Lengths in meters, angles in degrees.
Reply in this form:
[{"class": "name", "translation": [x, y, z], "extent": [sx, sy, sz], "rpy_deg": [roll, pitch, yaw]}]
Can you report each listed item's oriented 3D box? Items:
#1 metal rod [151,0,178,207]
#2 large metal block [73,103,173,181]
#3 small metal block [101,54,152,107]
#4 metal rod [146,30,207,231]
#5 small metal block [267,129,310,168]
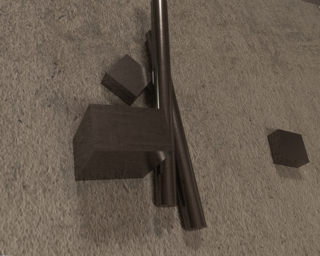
[{"class": "metal rod", "translation": [0.003, -0.049, 0.411], "extent": [0.025, 0.025, 0.299], "rpy_deg": [8, 66, -24]}, {"class": "large metal block", "translation": [-0.044, 0.019, 0.335], "extent": [0.081, 0.080, 0.050], "rpy_deg": [3, 61, -27]}, {"class": "small metal block", "translation": [-0.043, -0.066, 0.422], "extent": [0.050, 0.025, 0.050], "rpy_deg": [39, 51, -3]}, {"class": "metal rod", "translation": [0.016, -0.015, 0.423], "extent": [0.025, 0.025, 0.299], "rpy_deg": [3, 60, -27]}, {"class": "small metal block", "translation": [0.205, 0.033, 0.497], "extent": [0.050, 0.025, 0.050], "rpy_deg": [12, 57, -22]}]
